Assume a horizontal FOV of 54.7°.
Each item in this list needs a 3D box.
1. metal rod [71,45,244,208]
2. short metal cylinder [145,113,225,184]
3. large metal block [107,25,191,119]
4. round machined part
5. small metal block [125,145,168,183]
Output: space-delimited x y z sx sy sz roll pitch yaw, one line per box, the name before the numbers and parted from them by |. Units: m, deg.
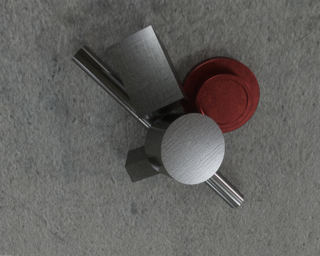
metal rod | 0.007 0.007 0.414 0.025 0.025 0.300 -43 105 14
short metal cylinder | 0.028 0.022 0.366 0.081 0.050 0.079 -1 93 -23
large metal block | -0.008 -0.057 0.349 0.050 0.080 0.080 -25 86 10
round machined part | 0.076 -0.038 0.388 0.099 0.042 0.097 0 110 -1
small metal block | -0.017 0.043 0.414 0.050 0.050 0.025 -20 108 6
